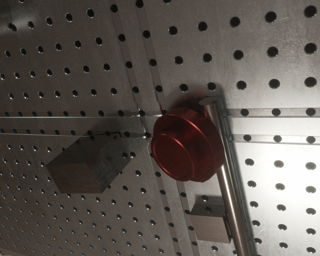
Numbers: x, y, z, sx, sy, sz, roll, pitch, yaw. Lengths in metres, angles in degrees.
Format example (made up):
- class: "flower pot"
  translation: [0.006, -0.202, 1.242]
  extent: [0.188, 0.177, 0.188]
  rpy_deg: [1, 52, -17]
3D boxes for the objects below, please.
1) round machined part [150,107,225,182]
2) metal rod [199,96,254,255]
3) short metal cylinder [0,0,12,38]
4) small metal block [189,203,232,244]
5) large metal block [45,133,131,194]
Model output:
- class: "round machined part"
  translation: [0.027, 0.027, 0.384]
  extent: [0.098, 0.042, 0.097]
  rpy_deg: [29, 137, 31]
- class: "metal rod"
  translation: [0.099, 0.099, 0.419]
  extent: [0.025, 0.025, 0.298]
  rpy_deg: [-3, 117, 29]
- class: "short metal cylinder"
  translation: [-0.256, -0.159, 0.429]
  extent: [0.080, 0.050, 0.079]
  rpy_deg: [13, 124, 20]
- class: "small metal block"
  translation: [0.077, 0.140, 0.457]
  extent: [0.050, 0.025, 0.050]
  rpy_deg: [-4, 117, 30]
- class: "large metal block"
  translation: [-0.105, 0.052, 0.461]
  extent: [0.080, 0.080, 0.050]
  rpy_deg: [-7, 115, 31]
